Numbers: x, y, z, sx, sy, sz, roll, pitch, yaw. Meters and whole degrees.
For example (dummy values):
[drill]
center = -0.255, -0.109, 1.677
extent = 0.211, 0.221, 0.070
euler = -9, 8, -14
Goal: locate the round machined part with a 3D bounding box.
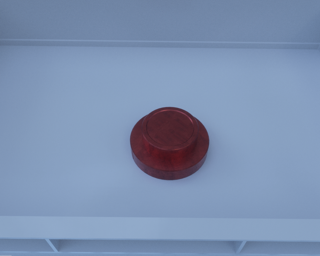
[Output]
[round machined part]
center = 0.012, 0.012, 0.384
extent = 0.099, 0.042, 0.098
euler = 0, 50, 0
